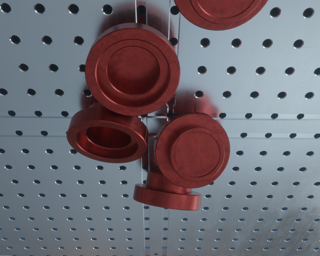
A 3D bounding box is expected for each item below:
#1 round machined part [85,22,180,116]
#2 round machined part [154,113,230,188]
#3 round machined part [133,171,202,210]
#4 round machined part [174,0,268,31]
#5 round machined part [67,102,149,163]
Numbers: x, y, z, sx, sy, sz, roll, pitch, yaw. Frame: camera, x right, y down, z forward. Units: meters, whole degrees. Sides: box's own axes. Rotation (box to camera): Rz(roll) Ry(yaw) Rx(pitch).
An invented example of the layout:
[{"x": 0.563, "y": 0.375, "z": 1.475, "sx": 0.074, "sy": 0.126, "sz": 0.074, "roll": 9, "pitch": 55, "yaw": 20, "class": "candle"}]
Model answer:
[{"x": -0.029, "y": -0.066, "z": 0.338, "sx": 0.099, "sy": 0.042, "sz": 0.097, "roll": -2, "pitch": 123, "yaw": -4, "class": "round machined part"}, {"x": 0.043, "y": 0.030, "z": 0.395, "sx": 0.099, "sy": 0.042, "sz": 0.097, "roll": -1, "pitch": 96, "yaw": -8, "class": "round machined part"}, {"x": 0.012, "y": 0.089, "z": 0.454, "sx": 0.098, "sy": 0.042, "sz": 0.098, "roll": 8, "pitch": 174, "yaw": 1, "class": "round machined part"}, {"x": 0.059, "y": -0.136, "z": 0.285, "sx": 0.099, "sy": 0.042, "sz": 0.097, "roll": 0, "pitch": 130, "yaw": 0, "class": "round machined part"}, {"x": -0.063, "y": 0.003, "z": 0.392, "sx": 0.098, "sy": 0.042, "sz": 0.098, "roll": 4, "pitch": 145, "yaw": 3, "class": "round machined part"}]
